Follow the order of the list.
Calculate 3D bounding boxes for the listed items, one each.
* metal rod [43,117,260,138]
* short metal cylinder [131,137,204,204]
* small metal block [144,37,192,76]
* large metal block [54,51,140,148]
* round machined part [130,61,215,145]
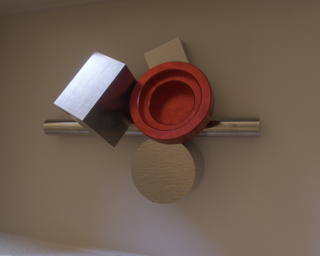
[{"bbox_3d":[-0.024,-0.001,0.415,0.301,0.025,0.025,0,90,19],"label":"metal rod"},{"bbox_3d":[0.011,0.050,0.390,0.080,0.050,0.079,0,90,19],"label":"short metal cylinder"},{"bbox_3d":[0.014,-0.082,0.404,0.050,0.025,0.050,-22,83,18],"label":"small metal block"},{"bbox_3d":[-0.069,-0.034,0.387,0.050,0.080,0.080,28,76,28],"label":"large metal block"},{"bbox_3d":[0.017,-0.027,0.373,0.098,0.042,0.098,-6,70,18],"label":"round machined part"}]
